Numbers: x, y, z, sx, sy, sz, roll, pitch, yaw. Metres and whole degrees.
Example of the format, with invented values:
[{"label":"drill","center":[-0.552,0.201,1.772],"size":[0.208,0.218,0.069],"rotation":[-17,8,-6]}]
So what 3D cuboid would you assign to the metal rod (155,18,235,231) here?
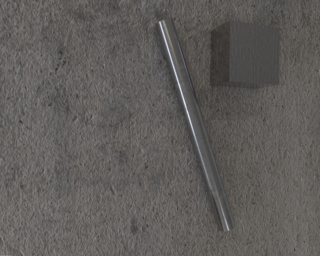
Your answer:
[{"label":"metal rod","center":[0.051,0.001,0.427],"size":[0.025,0.025,0.298],"rotation":[-20,97,-19]}]

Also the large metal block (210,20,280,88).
[{"label":"large metal block","center":[0.120,-0.101,0.440],"size":[0.081,0.050,0.080],"rotation":[1,90,-20]}]
